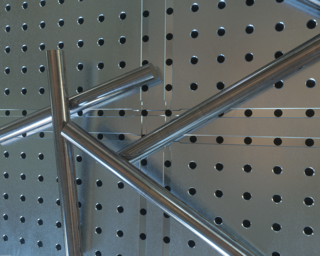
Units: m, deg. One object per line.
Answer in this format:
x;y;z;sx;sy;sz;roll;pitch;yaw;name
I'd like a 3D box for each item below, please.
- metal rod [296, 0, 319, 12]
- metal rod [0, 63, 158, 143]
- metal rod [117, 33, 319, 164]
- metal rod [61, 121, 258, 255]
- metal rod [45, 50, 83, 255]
0.139;-0.175;0.363;0.300;0.025;0.025;34;101;16;metal rod
-0.143;-0.029;0.461;0.300;0.025;0.025;-19;84;18;metal rod
0.072;-0.029;0.386;0.300;0.025;0.025;-30;80;17;metal rod
-0.003;0.086;0.394;0.300;0.025;0.025;35;101;9;metal rod
-0.135;0.043;0.440;0.025;0.025;0.298;-1;96;19;metal rod
